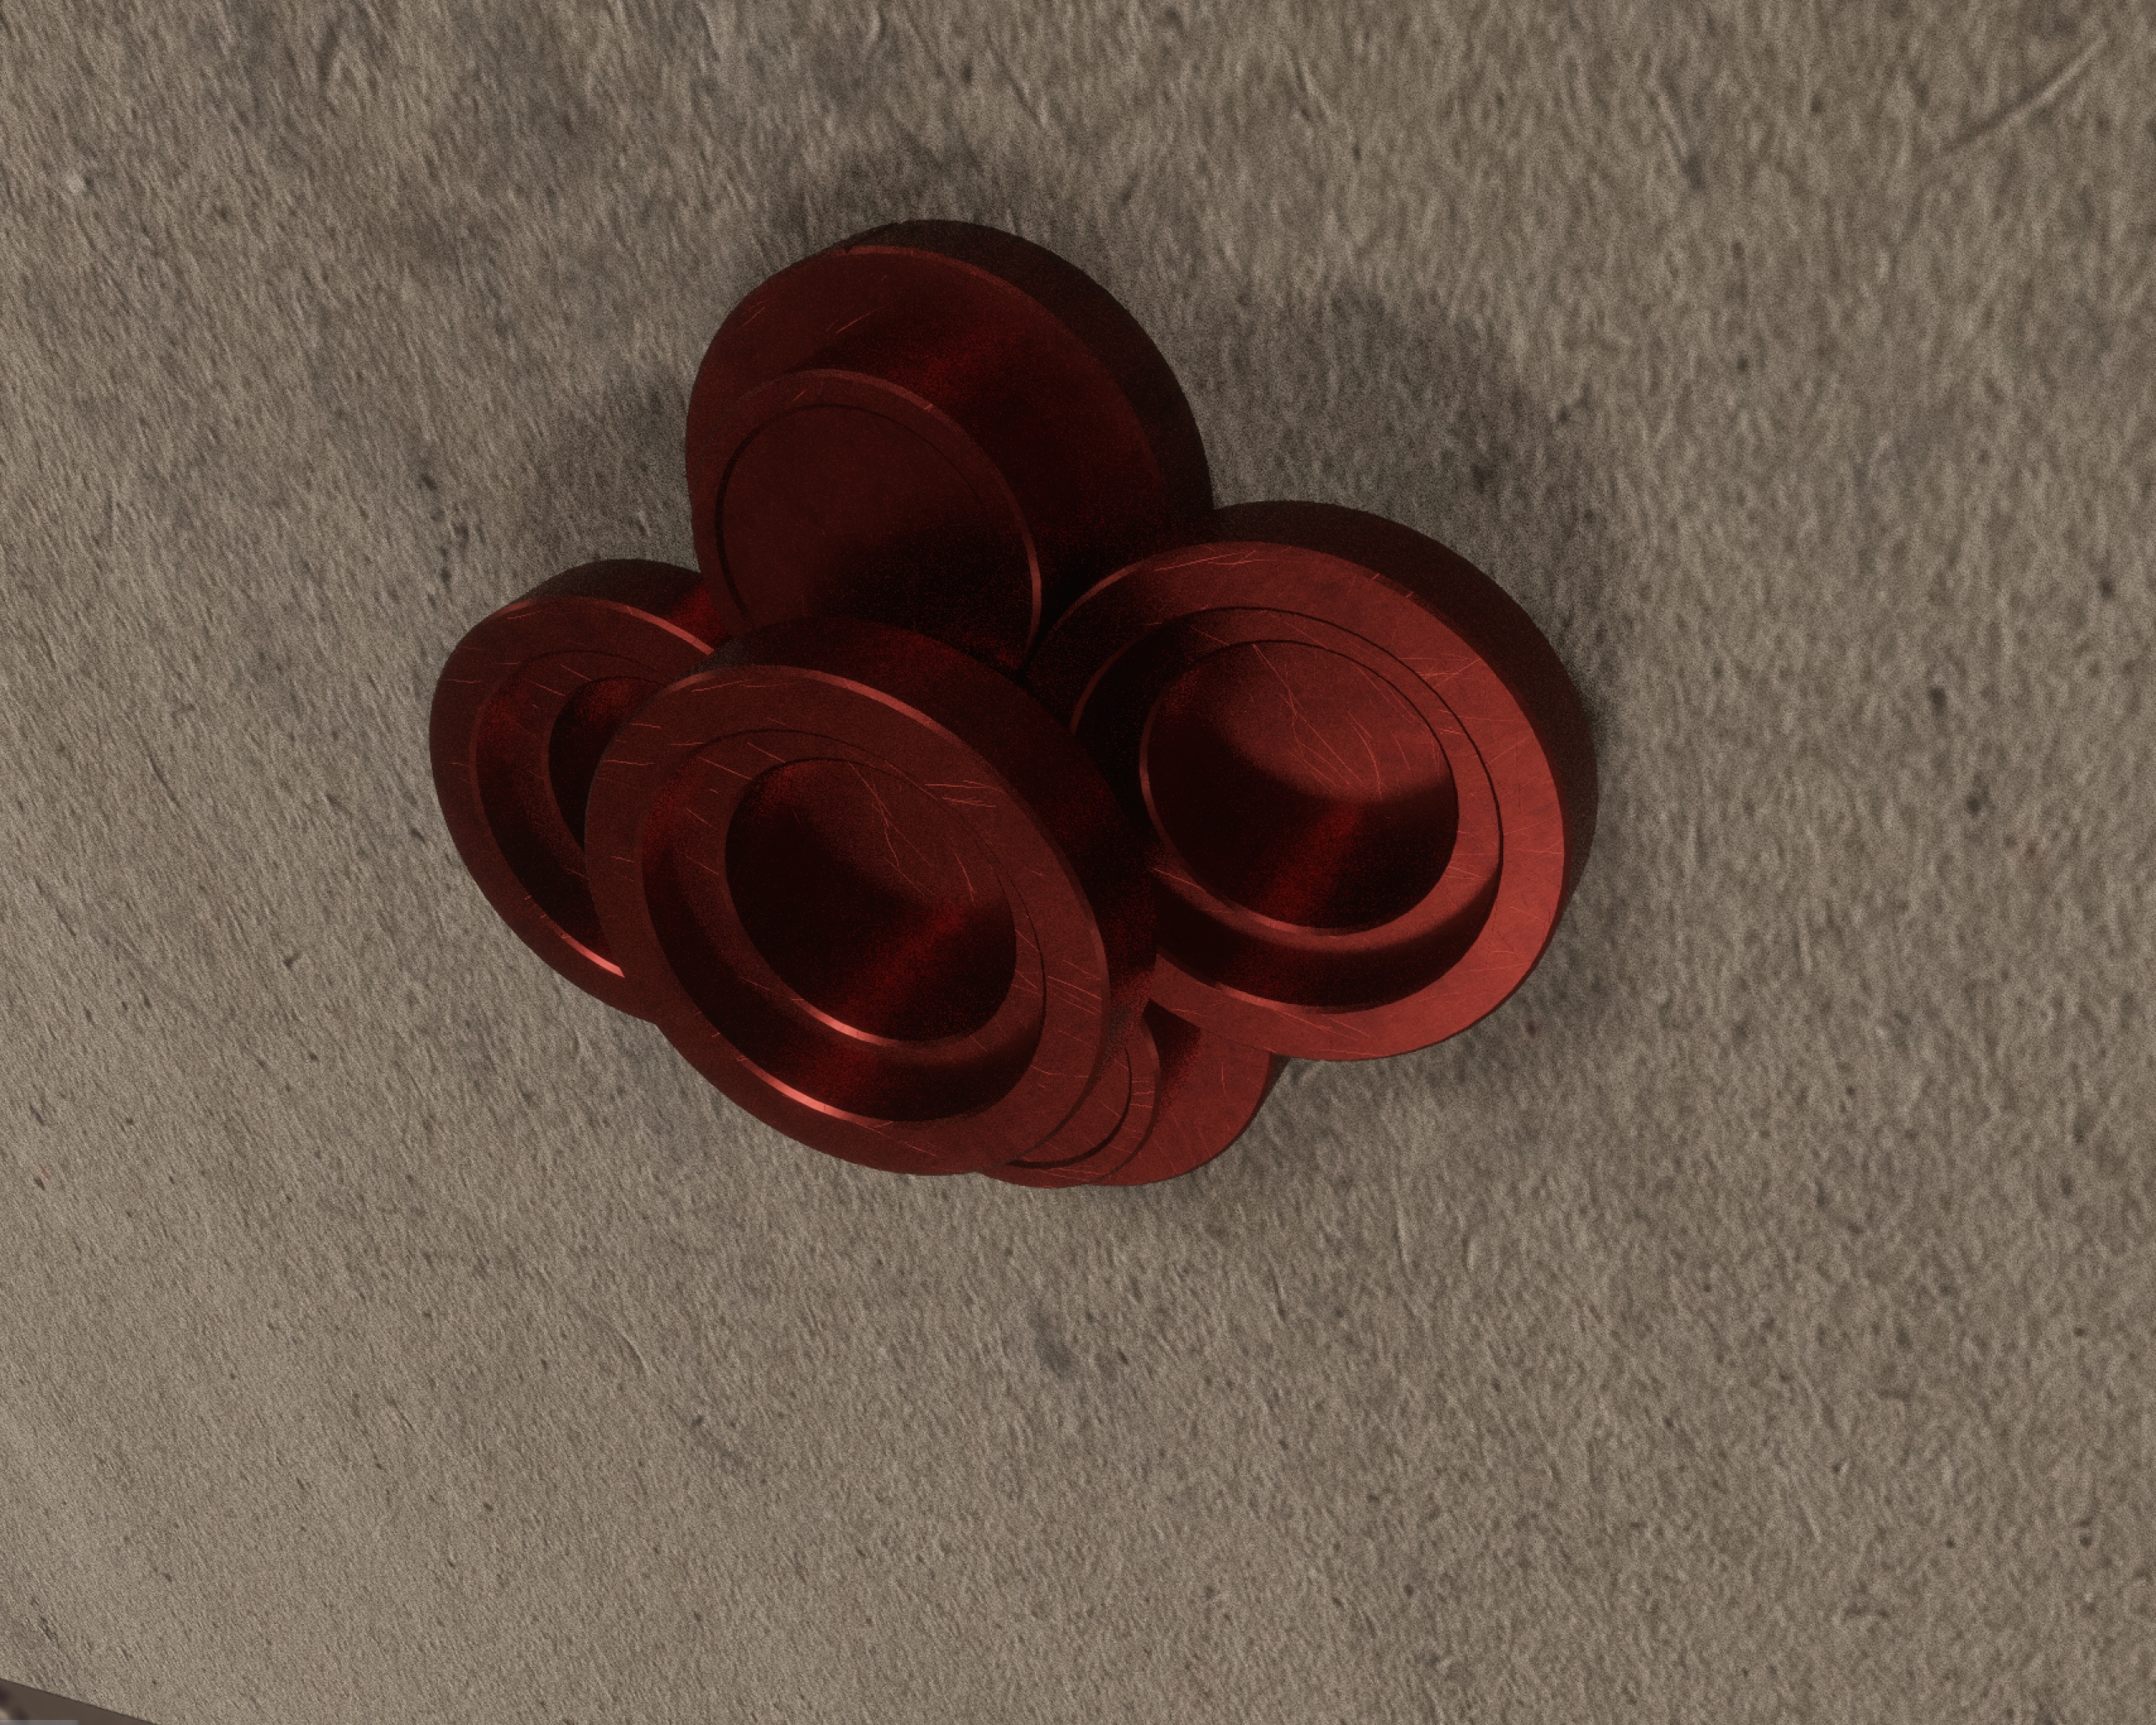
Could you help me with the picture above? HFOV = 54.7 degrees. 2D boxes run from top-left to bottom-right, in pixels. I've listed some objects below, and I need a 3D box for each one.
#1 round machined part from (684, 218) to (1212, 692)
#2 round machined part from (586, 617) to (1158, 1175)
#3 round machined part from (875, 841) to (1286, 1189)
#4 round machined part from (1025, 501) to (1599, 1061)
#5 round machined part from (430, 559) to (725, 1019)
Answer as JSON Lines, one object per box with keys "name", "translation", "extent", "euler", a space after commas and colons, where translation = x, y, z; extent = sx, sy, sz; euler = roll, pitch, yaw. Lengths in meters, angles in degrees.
{"name": "round machined part", "translation": [-0.029, -0.061, 0.373], "extent": [0.098, 0.042, 0.097], "euler": [13, 124, 20]}
{"name": "round machined part", "translation": [-0.031, 0.002, 0.359], "extent": [0.098, 0.042, 0.097], "euler": [13, 124, 20]}
{"name": "round machined part", "translation": [-0.007, 0.026, 0.415], "extent": [0.098, 0.042, 0.097], "euler": [13, 124, 20]}
{"name": "round machined part", "translation": [0.042, -0.017, 0.364], "extent": [0.098, 0.042, 0.097], "euler": [13, 124, 20]}
{"name": "round machined part", "translation": [-0.079, -0.017, 0.427], "extent": [0.098, 0.042, 0.097], "euler": [13, 124, 20]}
